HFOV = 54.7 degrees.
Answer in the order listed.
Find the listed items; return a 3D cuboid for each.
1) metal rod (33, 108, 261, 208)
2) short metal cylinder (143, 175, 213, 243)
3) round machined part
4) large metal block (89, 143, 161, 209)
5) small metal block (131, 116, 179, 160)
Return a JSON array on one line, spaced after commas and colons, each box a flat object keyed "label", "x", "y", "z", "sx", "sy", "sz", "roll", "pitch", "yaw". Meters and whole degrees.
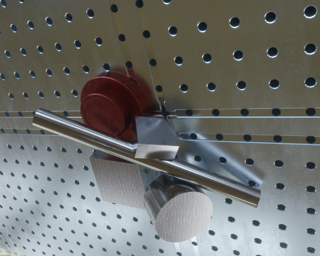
[{"label": "metal rod", "x": -0.016, "y": 0.038, "z": 0.400, "sx": 0.301, "sy": 0.025, "sz": 0.025, "roll": 21, "pitch": 127, "yaw": -1}, {"label": "short metal cylinder", "x": 0.024, "y": 0.106, "z": 0.419, "sx": 0.081, "sy": 0.050, "sz": 0.079, "roll": -9, "pitch": 116, "yaw": -18}, {"label": "round machined part", "x": -0.067, "y": -0.023, "z": 0.420, "sx": 0.098, "sy": 0.042, "sz": 0.097, "roll": 13, "pitch": 124, "yaw": 20}, {"label": "large metal block", "x": -0.047, "y": 0.067, "z": 0.457, "sx": 0.080, "sy": 0.050, "sz": 0.079, "roll": 5, "pitch": 121, "yaw": 25}, {"label": "small metal block", "x": -0.007, "y": 0.012, "z": 0.393, "sx": 0.050, "sy": 0.050, "sz": 0.025, "roll": 5, "pitch": 131, "yaw": -15}]
